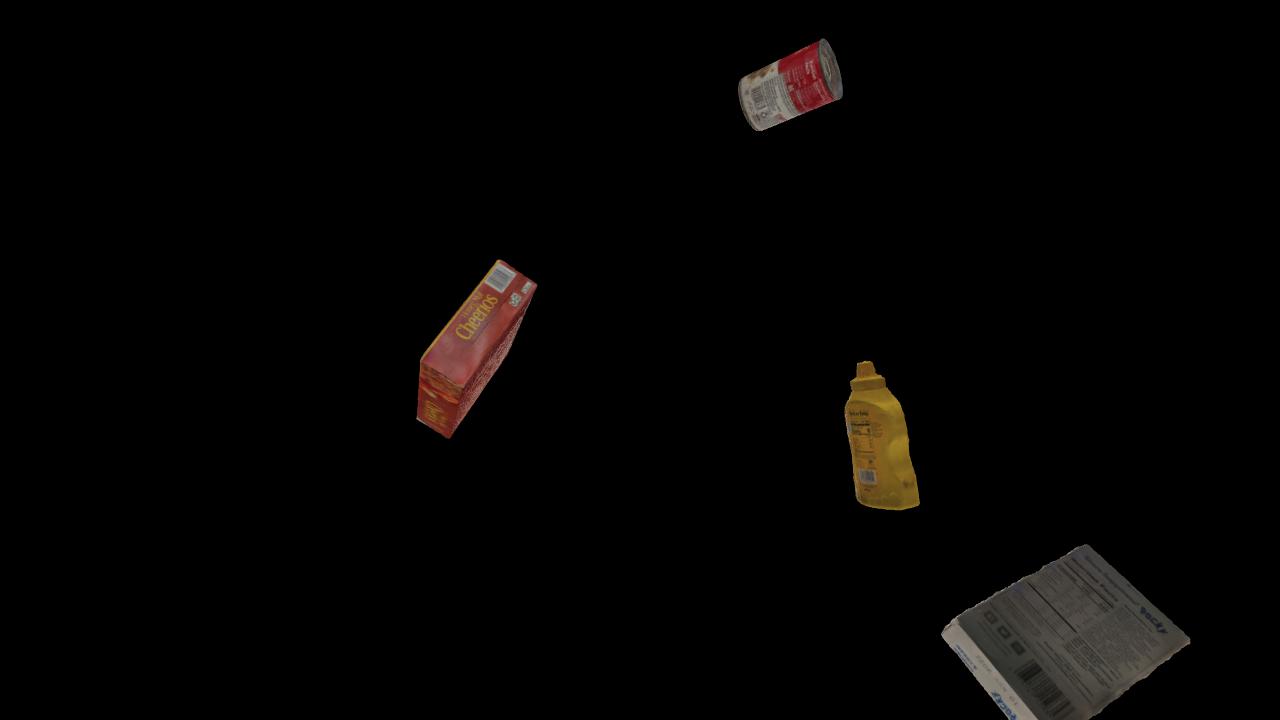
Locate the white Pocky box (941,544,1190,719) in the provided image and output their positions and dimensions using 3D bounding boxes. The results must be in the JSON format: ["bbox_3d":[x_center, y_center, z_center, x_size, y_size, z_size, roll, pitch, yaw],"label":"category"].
[{"bbox_3d":[0.293,0.191,0.424,0.154,0.028,0.084,-13,47,-25],"label":"white Pocky box"}]

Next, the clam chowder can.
[{"bbox_3d":[0.174,-0.317,0.716,0.102,0.068,0.068,-12,-7,36],"label":"clam chowder can"}]

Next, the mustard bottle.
[{"bbox_3d":[0.299,0.092,0.780,0.054,0.184,0.092,-8,-3,-13],"label":"mustard bottle"}]

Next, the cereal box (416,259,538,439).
[{"bbox_3d":[-0.274,-0.005,0.997,0.081,0.203,0.306,33,-27,-7],"label":"cereal box"}]
